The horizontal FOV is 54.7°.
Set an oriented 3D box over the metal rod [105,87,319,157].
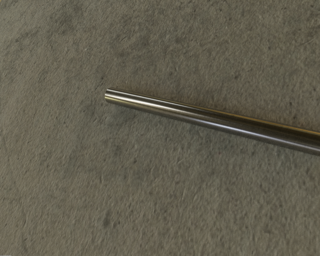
[{"bbox_3d":[0.046,-0.016,0.388,0.300,0.025,0.025,16,70,34],"label":"metal rod"}]
